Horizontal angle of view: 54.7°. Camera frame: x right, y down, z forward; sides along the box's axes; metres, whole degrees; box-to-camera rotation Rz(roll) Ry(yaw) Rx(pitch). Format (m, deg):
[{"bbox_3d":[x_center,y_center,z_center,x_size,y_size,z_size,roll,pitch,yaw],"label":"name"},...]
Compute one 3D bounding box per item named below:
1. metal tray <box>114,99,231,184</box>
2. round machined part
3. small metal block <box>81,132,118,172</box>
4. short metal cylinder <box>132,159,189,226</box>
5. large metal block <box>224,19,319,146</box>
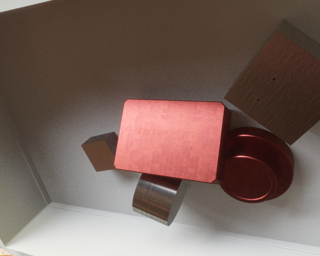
[{"bbox_3d":[0.013,0.014,0.371,0.130,0.030,0.090,4,80,26],"label":"metal tray"},{"bbox_3d":[0.107,0.051,0.372,0.098,0.042,0.097,13,124,20],"label":"round machined part"},{"bbox_3d":[-0.084,0.037,0.474,0.050,0.025,0.050,-13,112,33],"label":"small metal block"},{"bbox_3d":[0.004,0.086,0.423,0.050,0.080,0.079,20,126,16],"label":"short metal cylinder"},{"bbox_3d":[0.123,-0.044,0.300,0.080,0.050,0.079,36,129,3],"label":"large metal block"}]
